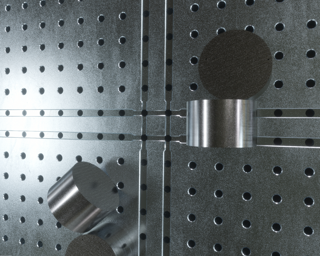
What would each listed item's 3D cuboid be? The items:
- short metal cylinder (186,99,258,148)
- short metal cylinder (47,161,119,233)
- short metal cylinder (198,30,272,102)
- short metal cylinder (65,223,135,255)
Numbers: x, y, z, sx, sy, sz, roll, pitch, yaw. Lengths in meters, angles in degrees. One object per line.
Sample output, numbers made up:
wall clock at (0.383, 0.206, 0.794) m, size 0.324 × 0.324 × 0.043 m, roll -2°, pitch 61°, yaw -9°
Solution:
short metal cylinder at (0.071, -0.005, 0.358) m, size 0.080 × 0.080 × 0.050 m, roll 1°, pitch 90°, yaw 19°
short metal cylinder at (-0.102, 0.092, 0.418) m, size 0.050 × 0.080 × 0.080 m, roll -42°, pitch 77°, yaw 15°
short metal cylinder at (0.091, -0.069, 0.367) m, size 0.080 × 0.050 × 0.079 m, roll 0°, pitch 90°, yaw 19°
short metal cylinder at (-0.082, 0.178, 0.427) m, size 0.080 × 0.050 × 0.079 m, roll 0°, pitch 90°, yaw 19°
